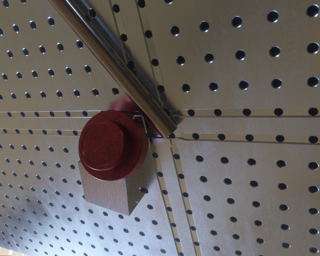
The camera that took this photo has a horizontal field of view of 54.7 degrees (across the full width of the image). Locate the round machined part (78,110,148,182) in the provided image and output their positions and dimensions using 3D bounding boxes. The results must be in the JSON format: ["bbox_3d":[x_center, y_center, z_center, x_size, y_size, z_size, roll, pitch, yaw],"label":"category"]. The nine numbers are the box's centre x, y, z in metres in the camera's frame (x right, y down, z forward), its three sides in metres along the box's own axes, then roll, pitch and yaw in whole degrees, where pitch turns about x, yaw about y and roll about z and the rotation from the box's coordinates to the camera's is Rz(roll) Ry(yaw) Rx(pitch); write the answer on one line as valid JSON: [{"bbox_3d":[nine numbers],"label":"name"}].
[{"bbox_3d":[-0.070,0.023,0.420,0.098,0.042,0.097,-3,82,20],"label":"round machined part"}]

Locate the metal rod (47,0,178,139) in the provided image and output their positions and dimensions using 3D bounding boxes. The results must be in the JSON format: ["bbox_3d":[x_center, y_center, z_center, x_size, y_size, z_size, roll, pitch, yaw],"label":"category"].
[{"bbox_3d":[-0.081,-0.108,0.387,0.025,0.025,0.300,-33,100,38],"label":"metal rod"}]

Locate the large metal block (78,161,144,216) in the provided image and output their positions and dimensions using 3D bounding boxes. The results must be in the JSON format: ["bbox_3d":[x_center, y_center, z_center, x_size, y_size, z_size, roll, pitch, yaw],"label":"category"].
[{"bbox_3d":[-0.074,0.080,0.484,0.080,0.050,0.079,12,124,21],"label":"large metal block"}]
